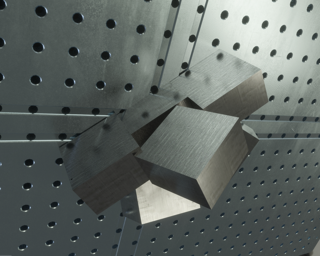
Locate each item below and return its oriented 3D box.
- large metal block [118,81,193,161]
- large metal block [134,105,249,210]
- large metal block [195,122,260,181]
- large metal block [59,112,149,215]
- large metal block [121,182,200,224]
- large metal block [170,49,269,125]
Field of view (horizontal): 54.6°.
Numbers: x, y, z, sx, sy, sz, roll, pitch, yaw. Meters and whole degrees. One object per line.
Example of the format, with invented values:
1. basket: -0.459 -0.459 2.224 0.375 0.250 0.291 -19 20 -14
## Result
1. large metal block: 0.004 0.001 0.399 0.080 0.050 0.080 -34 129 -6
2. large metal block: 0.035 0.027 0.329 0.080 0.080 0.050 -50 134 -26
3. large metal block: 0.088 0.027 0.431 0.050 0.080 0.080 33 103 4
4. large metal block: -0.062 0.039 0.363 0.080 0.080 0.050 -33 129 -7
5. large metal block: -0.005 0.088 0.418 0.081 0.080 0.050 -9 86 -24
6. large metal block: 0.072 -0.045 0.386 0.080 0.080 0.050 -34 129 -6
